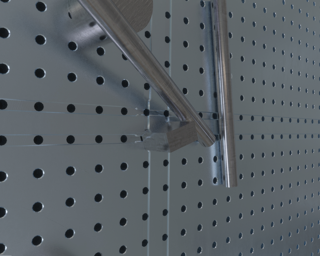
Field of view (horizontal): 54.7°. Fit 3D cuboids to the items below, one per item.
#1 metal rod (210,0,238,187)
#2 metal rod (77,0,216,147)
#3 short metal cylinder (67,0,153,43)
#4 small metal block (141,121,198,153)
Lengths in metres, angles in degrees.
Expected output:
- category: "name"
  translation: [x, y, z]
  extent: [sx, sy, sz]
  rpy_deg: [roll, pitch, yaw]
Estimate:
- category: "metal rod"
  translation: [0.103, -0.054, 0.495]
  extent: [0.025, 0.025, 0.298]
  rpy_deg: [-8, 95, -40]
- category: "metal rod"
  translation: [-0.001, -0.057, 0.366]
  extent: [0.300, 0.025, 0.025]
  rpy_deg: [46, 62, -45]
- category: "short metal cylinder"
  translation: [-0.055, -0.140, 0.347]
  extent: [0.081, 0.050, 0.079]
  rpy_deg: [0, 90, -40]
- category: "small metal block"
  translation: [0.012, 0.010, 0.404]
  extent: [0.050, 0.050, 0.025]
  rpy_deg: [-22, 104, -38]
